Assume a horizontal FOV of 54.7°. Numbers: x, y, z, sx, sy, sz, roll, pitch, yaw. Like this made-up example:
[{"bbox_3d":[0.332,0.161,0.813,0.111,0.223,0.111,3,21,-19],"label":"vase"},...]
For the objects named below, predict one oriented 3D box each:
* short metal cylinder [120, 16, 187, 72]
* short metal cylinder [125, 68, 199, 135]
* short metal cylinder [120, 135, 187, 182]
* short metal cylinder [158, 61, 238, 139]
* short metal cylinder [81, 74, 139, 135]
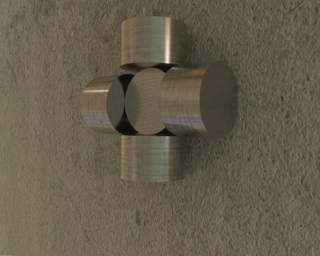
[{"bbox_3d":[-0.008,-0.097,0.374,0.080,0.081,0.050,2,92,39],"label":"short metal cylinder"},{"bbox_3d":[0.002,-0.032,0.387,0.080,0.050,0.079,0,90,39],"label":"short metal cylinder"},{"bbox_3d":[-0.008,0.034,0.375,0.080,0.081,0.050,1,90,39],"label":"short metal cylinder"},{"bbox_3d":[0.043,-0.030,0.334,0.050,0.081,0.079,3,92,40],"label":"short metal cylinder"},{"bbox_3d":[-0.058,-0.031,0.416,0.050,0.081,0.079,3,92,40],"label":"short metal cylinder"}]
